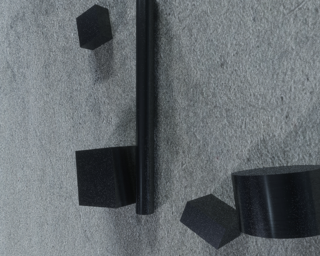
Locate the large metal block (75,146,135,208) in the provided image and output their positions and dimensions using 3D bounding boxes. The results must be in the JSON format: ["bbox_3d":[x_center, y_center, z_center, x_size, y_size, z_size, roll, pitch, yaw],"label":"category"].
[{"bbox_3d":[-0.075,0.069,0.448,0.080,0.050,0.080,-8,85,39],"label":"large metal block"}]

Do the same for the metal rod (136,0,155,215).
[{"bbox_3d":[-0.020,-0.035,0.419,0.025,0.025,0.298,0,90,39],"label":"metal rod"}]

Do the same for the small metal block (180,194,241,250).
[{"bbox_3d":[0.059,0.100,0.339,0.050,0.050,0.025,29,108,36],"label":"small metal block"}]

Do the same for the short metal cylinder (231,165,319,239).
[{"bbox_3d":[0.108,0.063,0.279,0.080,0.081,0.050,-10,84,39],"label":"short metal cylinder"}]

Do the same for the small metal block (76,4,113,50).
[{"bbox_3d":[-0.104,-0.157,0.488,0.050,0.025,0.050,-16,80,38],"label":"small metal block"}]
